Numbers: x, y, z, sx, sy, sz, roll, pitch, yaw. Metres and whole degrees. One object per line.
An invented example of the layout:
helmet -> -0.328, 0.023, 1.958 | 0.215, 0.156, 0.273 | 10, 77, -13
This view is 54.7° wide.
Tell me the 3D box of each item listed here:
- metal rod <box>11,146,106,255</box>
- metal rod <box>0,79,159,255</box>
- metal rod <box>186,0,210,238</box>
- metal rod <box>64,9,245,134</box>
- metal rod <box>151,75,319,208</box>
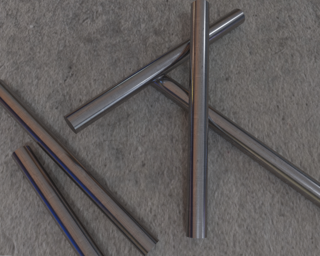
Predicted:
metal rod -> -0.082, 0.140, 0.355 | 0.025, 0.025, 0.300 | -37, 75, -13
metal rod -> -0.118, 0.041, 0.391 | 0.300, 0.025, 0.025 | 42, 75, 13
metal rod -> 0.048, -0.019, 0.390 | 0.025, 0.025, 0.298 | 2, 79, 0
metal rod -> 0.008, -0.087, 0.414 | 0.302, 0.025, 0.025 | -37, 74, -23
metal rod -> 0.102, 0.011, 0.405 | 0.300, 0.025, 0.025 | 37, 74, 12
